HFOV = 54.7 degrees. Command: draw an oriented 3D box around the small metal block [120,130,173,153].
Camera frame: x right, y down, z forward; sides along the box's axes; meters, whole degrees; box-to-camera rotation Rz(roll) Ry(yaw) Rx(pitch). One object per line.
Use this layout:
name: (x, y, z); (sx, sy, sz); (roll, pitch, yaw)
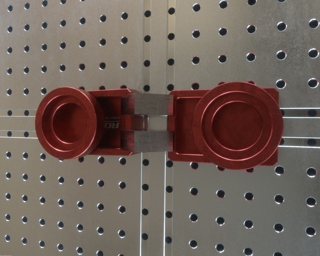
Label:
small metal block: (-0.018, 0.016, 0.390); (0.050, 0.050, 0.025); (-178, 89, -64)

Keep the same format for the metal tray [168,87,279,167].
metal tray: (0.077, -0.002, 0.383); (0.130, 0.030, 0.089); (1, 90, 19)

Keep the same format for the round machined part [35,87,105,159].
round machined part: (-0.120, -0.007, 0.433); (0.098, 0.042, 0.097); (0, 90, 20)

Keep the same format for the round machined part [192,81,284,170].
round machined part: (0.090, -0.003, 0.358); (0.098, 0.042, 0.097); (0, 90, 20)

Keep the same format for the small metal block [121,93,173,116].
small metal block: (-0.017, -0.029, 0.390); (0.050, 0.050, 0.025); (-178, 89, -64)

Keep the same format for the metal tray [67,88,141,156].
metal tray: (-0.094, -0.008, 0.444); (0.130, 0.030, 0.089); (-1, 92, 20)
